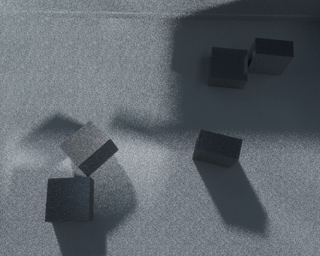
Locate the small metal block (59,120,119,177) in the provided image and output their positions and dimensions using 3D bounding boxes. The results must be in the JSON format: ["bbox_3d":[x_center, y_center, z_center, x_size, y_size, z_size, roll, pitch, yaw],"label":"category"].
[{"bbox_3d":[-0.089,0.025,0.389,0.050,0.025,0.050,-42,50,-14],"label":"small metal block"}]

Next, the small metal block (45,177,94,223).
[{"bbox_3d":[-0.108,0.087,0.376,0.050,0.025,0.050,-2,70,-1],"label":"small metal block"}]

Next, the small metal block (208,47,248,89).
[{"bbox_3d":[0.097,-0.085,0.442,0.050,0.025,0.050,6,70,2],"label":"small metal block"}]

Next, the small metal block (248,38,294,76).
[{"bbox_3d":[0.152,-0.099,0.434,0.050,0.050,0.025,6,70,2],"label":"small metal block"}]

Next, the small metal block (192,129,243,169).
[{"bbox_3d":[0.070,0.027,0.387,0.050,0.050,0.025,14,71,5],"label":"small metal block"}]
